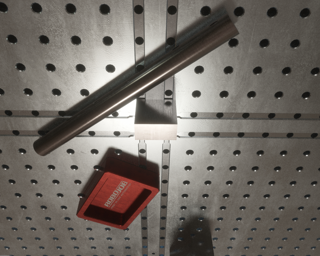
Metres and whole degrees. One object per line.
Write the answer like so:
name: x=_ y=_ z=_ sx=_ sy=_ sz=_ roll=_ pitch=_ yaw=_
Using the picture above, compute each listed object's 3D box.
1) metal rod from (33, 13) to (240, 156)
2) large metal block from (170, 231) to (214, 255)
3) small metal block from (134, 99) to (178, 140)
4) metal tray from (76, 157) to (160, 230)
metal rod: x=-0.045 y=-0.040 z=0.376 sx=0.300 sy=0.025 sz=0.025 roll=-29 pitch=125 yaw=22
large metal block: x=0.061 y=0.260 z=0.598 sx=0.050 sy=0.080 sz=0.080 roll=22 pitch=126 yaw=-18
small metal block: x=-0.005 y=-0.011 z=0.386 sx=0.050 sy=0.050 sz=0.025 roll=0 pitch=130 yaw=-1
metal tray: x=-0.069 y=0.110 z=0.501 sx=0.091 sy=0.030 sz=0.129 roll=23 pitch=126 yaw=-19
